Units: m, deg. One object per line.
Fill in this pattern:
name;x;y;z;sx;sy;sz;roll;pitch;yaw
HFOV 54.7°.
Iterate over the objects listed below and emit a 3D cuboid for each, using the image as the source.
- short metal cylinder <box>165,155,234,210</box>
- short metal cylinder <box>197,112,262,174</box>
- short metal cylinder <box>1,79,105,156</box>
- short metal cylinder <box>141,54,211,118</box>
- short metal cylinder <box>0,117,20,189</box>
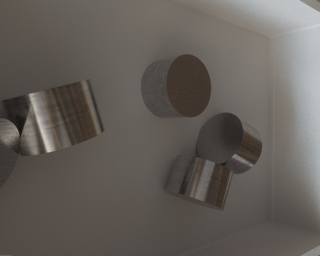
short metal cylinder;0.053;0.074;0.418;0.080;0.080;0.050;31;71;-36
short metal cylinder;0.102;0.023;0.459;0.050;0.080;0.080;27;73;-37
short metal cylinder;-0.098;-0.012;0.290;0.081;0.080;0.050;-23;105;-38
short metal cylinder;0.022;-0.053;0.411;0.081;0.050;0.079;0;90;-40
short metal cylinder;-0.156;0.020;0.234;0.080;0.050;0.080;21;91;-79
